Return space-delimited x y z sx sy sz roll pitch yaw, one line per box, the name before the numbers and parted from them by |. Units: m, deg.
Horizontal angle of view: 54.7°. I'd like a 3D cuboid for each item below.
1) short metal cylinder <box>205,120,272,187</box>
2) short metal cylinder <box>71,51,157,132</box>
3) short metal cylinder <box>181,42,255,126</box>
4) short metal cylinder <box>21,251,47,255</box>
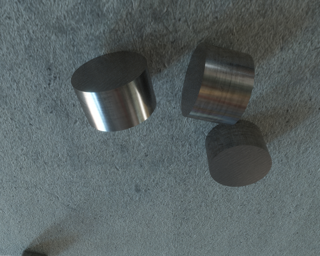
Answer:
short metal cylinder | 0.104 0.035 0.421 0.081 0.050 0.079 0 130 0
short metal cylinder | -0.048 -0.041 0.335 0.080 0.080 0.050 -8 130 7
short metal cylinder | 0.059 -0.046 0.332 0.050 0.080 0.079 11 129 -9
short metal cylinder | -0.262 0.293 0.618 0.050 0.080 0.080 21 127 -17
